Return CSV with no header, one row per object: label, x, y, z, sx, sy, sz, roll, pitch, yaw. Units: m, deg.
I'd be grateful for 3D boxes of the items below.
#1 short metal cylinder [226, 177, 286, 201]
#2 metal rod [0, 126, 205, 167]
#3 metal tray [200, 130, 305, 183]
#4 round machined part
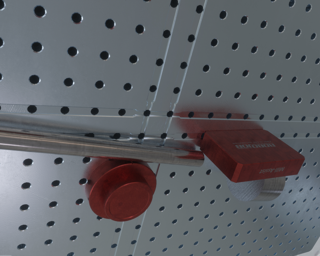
short metal cylinder,0.157,0.080,0.511,0.050,0.080,0.079,9,114,-32
metal rod,-0.066,0.027,0.391,0.302,0.025,0.025,9,114,-33
metal tray,0.138,0.038,0.468,0.131,0.090,0.030,-1,119,-28
round machined part,-0.049,0.090,0.430,0.099,0.042,0.097,-14,124,-21
